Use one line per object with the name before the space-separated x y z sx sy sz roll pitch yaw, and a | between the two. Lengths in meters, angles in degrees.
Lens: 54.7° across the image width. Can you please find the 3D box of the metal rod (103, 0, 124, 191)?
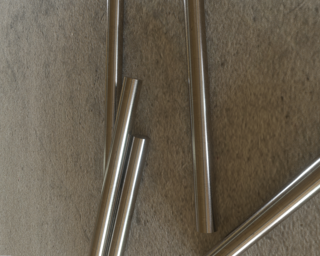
metal rod | -0.069 -0.058 0.459 0.025 0.025 0.298 2 92 39

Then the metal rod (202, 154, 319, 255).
metal rod | 0.128 0.065 0.298 0.025 0.025 0.298 52 120 27

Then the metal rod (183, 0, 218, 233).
metal rod | 0.046 -0.031 0.365 0.025 0.025 0.298 -5 87 39

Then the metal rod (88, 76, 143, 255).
metal rod | -0.067 0.077 0.434 0.025 0.025 0.298 22 104 37

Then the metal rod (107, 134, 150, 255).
metal rod | -0.058 0.155 0.450 0.025 0.025 0.298 21 103 38
